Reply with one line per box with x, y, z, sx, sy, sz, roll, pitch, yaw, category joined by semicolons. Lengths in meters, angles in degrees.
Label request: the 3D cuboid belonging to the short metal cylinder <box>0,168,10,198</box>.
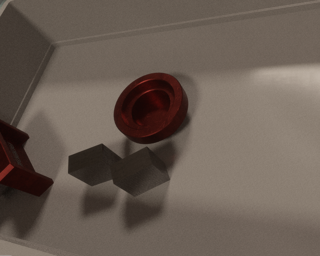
-0.254;0.061;0.464;0.050;0.080;0.080;-47;52;-4;short metal cylinder

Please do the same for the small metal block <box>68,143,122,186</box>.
-0.082;0.049;0.401;0.050;0.050;0.025;-21;54;16;small metal block

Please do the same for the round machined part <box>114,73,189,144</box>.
-0.008;-0.022;0.411;0.098;0.042;0.098;-13;56;20;round machined part

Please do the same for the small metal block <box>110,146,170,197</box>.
-0.023;0.053;0.368;0.050;0.050;0.025;-28;53;10;small metal block

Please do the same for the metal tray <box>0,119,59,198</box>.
-0.216;0.041;0.465;0.030;0.090;0.130;-46;53;-1;metal tray
